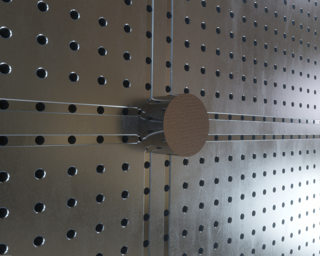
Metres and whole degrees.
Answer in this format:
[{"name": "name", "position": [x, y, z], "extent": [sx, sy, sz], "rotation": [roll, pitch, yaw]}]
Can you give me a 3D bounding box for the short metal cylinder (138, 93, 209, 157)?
[{"name": "short metal cylinder", "position": [0.019, -0.004, 0.407], "extent": [0.081, 0.050, 0.080], "rotation": [0, 90, -40]}]
